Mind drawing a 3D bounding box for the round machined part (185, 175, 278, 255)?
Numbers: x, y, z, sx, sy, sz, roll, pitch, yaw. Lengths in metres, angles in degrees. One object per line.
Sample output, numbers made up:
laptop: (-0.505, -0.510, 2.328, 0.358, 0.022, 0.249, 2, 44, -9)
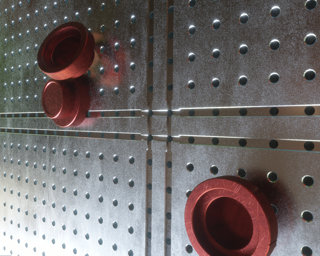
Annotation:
round machined part: (0.078, 0.100, 0.334, 0.098, 0.042, 0.097, 0, 90, 40)

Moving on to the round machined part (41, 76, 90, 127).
round machined part: (-0.170, -0.050, 0.540, 0.098, 0.042, 0.097, 0, 90, 40)

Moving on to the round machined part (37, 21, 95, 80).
round machined part: (-0.147, -0.120, 0.505, 0.098, 0.042, 0.098, -10, 64, 22)
